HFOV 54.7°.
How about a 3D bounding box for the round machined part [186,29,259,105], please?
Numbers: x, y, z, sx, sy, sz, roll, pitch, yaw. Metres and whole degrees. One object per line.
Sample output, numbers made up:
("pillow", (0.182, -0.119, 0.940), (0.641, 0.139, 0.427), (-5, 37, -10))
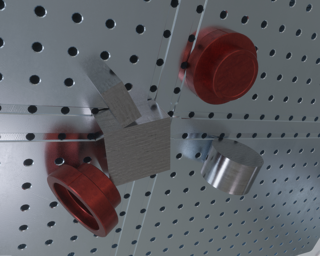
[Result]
("round machined part", (0.087, -0.074, 0.402), (0.099, 0.042, 0.097), (-14, 124, -21))

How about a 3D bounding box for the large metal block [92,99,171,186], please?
("large metal block", (-0.034, 0.018, 0.387), (0.081, 0.050, 0.079), (-14, 125, -20))

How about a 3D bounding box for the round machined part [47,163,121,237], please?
("round machined part", (-0.086, 0.081, 0.374), (0.042, 0.098, 0.097), (-44, 135, -33))

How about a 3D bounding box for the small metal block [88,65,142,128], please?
("small metal block", (-0.050, -0.035, 0.346), (0.025, 0.050, 0.050), (-34, 129, -7))

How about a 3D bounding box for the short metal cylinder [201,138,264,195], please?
("short metal cylinder", (0.108, 0.057, 0.469), (0.081, 0.080, 0.050), (4, 116, -31))
